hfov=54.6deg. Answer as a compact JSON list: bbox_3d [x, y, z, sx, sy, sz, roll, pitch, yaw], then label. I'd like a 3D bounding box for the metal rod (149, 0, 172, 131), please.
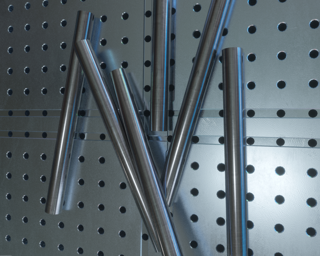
[{"bbox_3d":[0.003,-0.145,0.411,0.025,0.025,0.298,2,91,20],"label":"metal rod"}]

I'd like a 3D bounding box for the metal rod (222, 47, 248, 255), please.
[{"bbox_3d":[0.092,0.053,0.380,0.025,0.025,0.298,-2,89,20],"label":"metal rod"}]

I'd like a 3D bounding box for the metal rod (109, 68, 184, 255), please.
[{"bbox_3d":[-0.015,0.060,0.395,0.025,0.025,0.299,-23,74,18],"label":"metal rod"}]

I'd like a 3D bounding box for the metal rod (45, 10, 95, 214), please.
[{"bbox_3d":[-0.134,-0.020,0.460,0.025,0.025,0.298,12,94,19],"label":"metal rod"}]

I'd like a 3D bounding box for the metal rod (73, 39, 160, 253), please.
[{"bbox_3d":[-0.052,0.021,0.421,0.025,0.025,0.299,-24,86,18],"label":"metal rod"}]

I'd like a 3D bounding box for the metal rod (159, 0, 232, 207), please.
[{"bbox_3d":[0.045,-0.044,0.397,0.025,0.025,0.298,18,96,19],"label":"metal rod"}]
